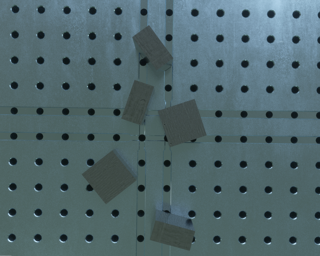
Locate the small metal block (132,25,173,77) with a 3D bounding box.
[{"bbox_3d":[-0.009,-0.098,0.401,0.025,0.050,0.050,-36,90,0],"label":"small metal block"}]

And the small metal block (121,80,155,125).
[{"bbox_3d":[-0.027,-0.031,0.401,0.025,0.050,0.050,19,90,0],"label":"small metal block"}]

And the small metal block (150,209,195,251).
[{"bbox_3d":[0.015,0.131,0.401,0.050,0.050,0.025,16,90,-1],"label":"small metal block"}]

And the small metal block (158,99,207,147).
[{"bbox_3d":[0.029,-0.006,0.414,0.050,0.025,0.050,-18,90,-1],"label":"small metal block"}]

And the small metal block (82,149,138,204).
[{"bbox_3d":[-0.066,0.064,0.413,0.050,0.025,0.050,-39,91,0],"label":"small metal block"}]
